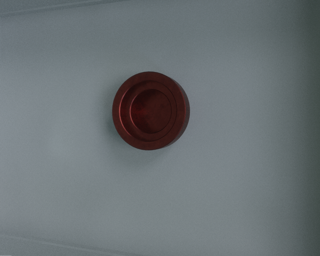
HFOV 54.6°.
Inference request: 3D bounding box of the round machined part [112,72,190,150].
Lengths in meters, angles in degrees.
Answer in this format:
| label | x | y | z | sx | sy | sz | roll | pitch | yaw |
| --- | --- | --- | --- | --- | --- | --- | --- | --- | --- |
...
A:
| label | x | y | z | sx | sy | sz | roll | pitch | yaw |
| --- | --- | --- | --- | --- | --- | --- | --- | --- | --- |
| round machined part | -0.009 | -0.021 | 0.402 | 0.098 | 0.042 | 0.097 | 0 | 90 | 20 |
